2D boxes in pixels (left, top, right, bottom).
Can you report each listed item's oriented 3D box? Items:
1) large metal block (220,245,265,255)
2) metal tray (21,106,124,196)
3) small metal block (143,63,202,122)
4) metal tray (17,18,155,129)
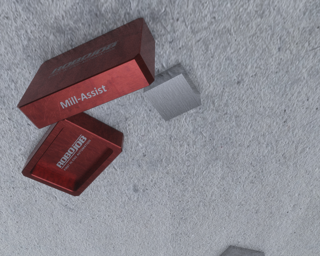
[{"bbox_3d":[0.167,0.294,0.644,0.081,0.050,0.079,16,128,-14],"label":"large metal block"},{"bbox_3d":[-0.122,0.038,0.433,0.090,0.030,0.129,30,124,-24],"label":"metal tray"},{"bbox_3d":[0.015,-0.042,0.372,0.050,0.025,0.050,-25,126,19],"label":"small metal block"},{"bbox_3d":[-0.070,-0.057,0.314,0.130,0.090,0.030,-19,128,15],"label":"metal tray"}]
